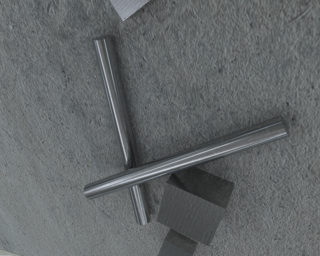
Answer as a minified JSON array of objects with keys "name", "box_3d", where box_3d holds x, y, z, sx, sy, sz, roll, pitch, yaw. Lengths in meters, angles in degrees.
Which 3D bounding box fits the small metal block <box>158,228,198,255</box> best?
[{"name":"small metal block","box_3d":[0.029,0.203,0.516,0.050,0.025,0.050,25,127,12]}]

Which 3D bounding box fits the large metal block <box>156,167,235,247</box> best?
[{"name":"large metal block","box_3d":[0.048,0.104,0.429,0.080,0.050,0.079,22,127,14]}]

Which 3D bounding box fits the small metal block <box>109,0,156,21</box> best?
[{"name":"small metal block","box_3d":[-0.030,-0.151,0.328,0.050,0.025,0.050,-24,106,36]}]

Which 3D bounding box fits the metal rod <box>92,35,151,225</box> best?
[{"name":"metal rod","box_3d":[-0.049,0.021,0.443,0.025,0.025,0.298,5,121,25]}]

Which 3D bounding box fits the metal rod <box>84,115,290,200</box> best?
[{"name":"metal rod","box_3d":[0.014,0.048,0.406,0.300,0.025,0.025,-22,107,29]}]
